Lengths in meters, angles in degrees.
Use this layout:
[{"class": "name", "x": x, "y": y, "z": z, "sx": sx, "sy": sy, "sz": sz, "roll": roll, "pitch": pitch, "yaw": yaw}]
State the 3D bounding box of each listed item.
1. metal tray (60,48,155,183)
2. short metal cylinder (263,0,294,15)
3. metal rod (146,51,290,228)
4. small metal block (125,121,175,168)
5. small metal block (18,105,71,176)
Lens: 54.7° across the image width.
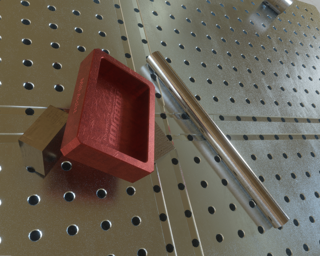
[{"class": "metal tray", "x": -0.049, "y": -0.015, "z": 0.338, "sx": 0.090, "sy": 0.030, "sz": 0.130, "roll": 29, "pitch": 44, "yaw": -33}, {"class": "short metal cylinder", "x": 0.289, "y": -0.314, "z": 0.724, "sx": 0.050, "sy": 0.080, "sz": 0.080, "roll": 39, "pitch": 51, "yaw": -3}, {"class": "metal rod", "x": 0.077, "y": 0.010, "z": 0.445, "sx": 0.025, "sy": 0.025, "sz": 0.299, "roll": -29, "pitch": 78, "yaw": -38}, {"class": "small metal block", "x": -0.018, "y": 0.021, "z": 0.387, "sx": 0.050, "sy": 0.025, "sz": 0.050, "roll": -29, "pitch": 78, "yaw": -38}, {"class": "small metal block", "x": -0.116, "y": 0.013, "z": 0.320, "sx": 0.025, "sy": 0.050, "sz": 0.050, "roll": 26, "pitch": 52, "yaw": 3}]
